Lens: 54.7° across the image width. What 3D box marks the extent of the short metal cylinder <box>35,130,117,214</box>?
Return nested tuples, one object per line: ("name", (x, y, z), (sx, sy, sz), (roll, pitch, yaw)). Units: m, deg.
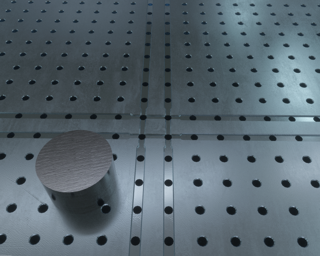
("short metal cylinder", (-0.091, 0.049, 0.349), (0.081, 0.050, 0.080), (0, 50, 0))
